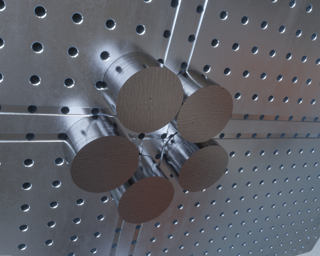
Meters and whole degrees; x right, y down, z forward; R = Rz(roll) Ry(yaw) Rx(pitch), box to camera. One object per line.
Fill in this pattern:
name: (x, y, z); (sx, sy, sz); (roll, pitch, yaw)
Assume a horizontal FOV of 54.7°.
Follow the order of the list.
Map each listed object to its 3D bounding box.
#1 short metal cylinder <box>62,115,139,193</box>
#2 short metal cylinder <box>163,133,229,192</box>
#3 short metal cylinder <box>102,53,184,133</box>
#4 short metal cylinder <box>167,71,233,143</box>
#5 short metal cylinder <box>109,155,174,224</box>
short metal cylinder: (-0.072, 0.031, 0.374); (0.081, 0.050, 0.079); (-14, 125, -21)
short metal cylinder: (0.051, 0.046, 0.450); (0.081, 0.050, 0.079); (-14, 126, -20)
short metal cylinder: (-0.020, -0.041, 0.358); (0.081, 0.050, 0.079); (-14, 125, -21)
short metal cylinder: (0.046, -0.028, 0.402); (0.081, 0.050, 0.079); (-14, 124, -21)
short metal cylinder: (-0.027, 0.085, 0.431); (0.081, 0.050, 0.079); (-13, 124, -21)
